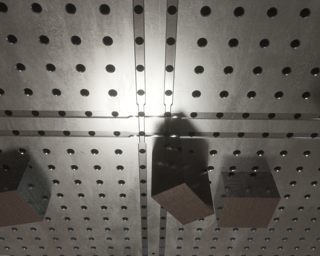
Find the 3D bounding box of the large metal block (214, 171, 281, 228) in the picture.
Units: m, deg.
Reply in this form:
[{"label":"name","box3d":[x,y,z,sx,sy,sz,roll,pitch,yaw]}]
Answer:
[{"label":"large metal block","box3d":[0.135,0.116,0.496,0.081,0.050,0.079,1,130,-2]}]

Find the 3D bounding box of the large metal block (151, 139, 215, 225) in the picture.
[{"label":"large metal block","box3d":[0.032,0.078,0.442,0.050,0.080,0.080,-27,125,21]}]

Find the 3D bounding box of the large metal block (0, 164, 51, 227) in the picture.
[{"label":"large metal block","box3d":[-0.231,0.107,0.483,0.080,0.050,0.080,-10,130,8]}]
